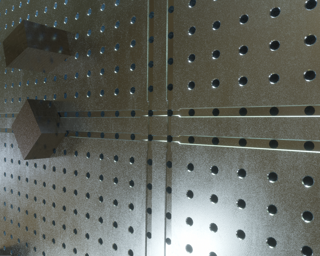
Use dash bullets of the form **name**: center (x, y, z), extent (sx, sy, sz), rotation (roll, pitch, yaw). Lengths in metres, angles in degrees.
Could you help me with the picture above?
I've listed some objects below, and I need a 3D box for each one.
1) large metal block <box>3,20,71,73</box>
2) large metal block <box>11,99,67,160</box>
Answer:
- **large metal block**: center (-0.222, -0.143, 0.559), extent (0.080, 0.081, 0.050), rotation (-21, 77, 38)
- **large metal block**: center (-0.230, 0.003, 0.585), extent (0.080, 0.050, 0.080), rotation (-46, 62, 30)
